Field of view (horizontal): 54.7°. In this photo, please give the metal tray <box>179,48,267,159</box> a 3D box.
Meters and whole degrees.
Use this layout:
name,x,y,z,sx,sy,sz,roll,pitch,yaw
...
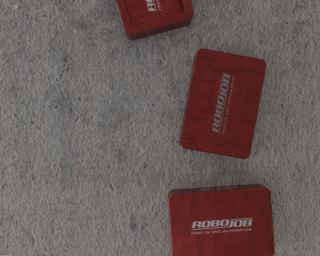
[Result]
name,x,y,z,sx,sy,sz,roll,pitch,yaw
metal tray,0.081,-0.031,0.408,0.091,0.030,0.129,10,90,0

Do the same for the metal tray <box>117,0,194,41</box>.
name,x,y,z,sx,sy,sz,roll,pitch,yaw
metal tray,-0.016,-0.191,0.406,0.090,0.030,0.129,-15,90,0

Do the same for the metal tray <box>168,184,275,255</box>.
name,x,y,z,sx,sy,sz,roll,pitch,yaw
metal tray,0.079,0.125,0.408,0.131,0.030,0.089,-4,90,0
